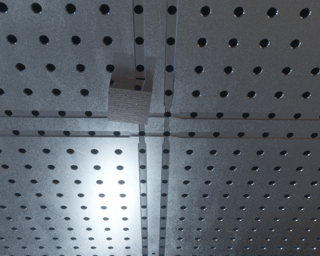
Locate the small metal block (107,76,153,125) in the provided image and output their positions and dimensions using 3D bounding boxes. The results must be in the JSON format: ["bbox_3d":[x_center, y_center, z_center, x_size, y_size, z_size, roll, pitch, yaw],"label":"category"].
[{"bbox_3d":[-0.037,-0.033,0.383,0.050,0.025,0.050,6,130,-6],"label":"small metal block"}]
